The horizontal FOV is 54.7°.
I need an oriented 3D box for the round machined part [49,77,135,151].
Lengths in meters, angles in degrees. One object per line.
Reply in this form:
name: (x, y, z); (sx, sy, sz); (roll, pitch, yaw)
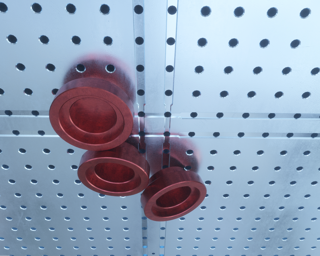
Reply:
round machined part: (-0.081, -0.021, 0.382); (0.099, 0.042, 0.097); (0, 130, 0)

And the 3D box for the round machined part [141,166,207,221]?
round machined part: (0.017, 0.096, 0.470); (0.099, 0.042, 0.097); (-14, 136, -13)

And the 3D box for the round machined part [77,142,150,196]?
round machined part: (-0.063, 0.054, 0.440); (0.099, 0.042, 0.097); (2, 138, 2)
